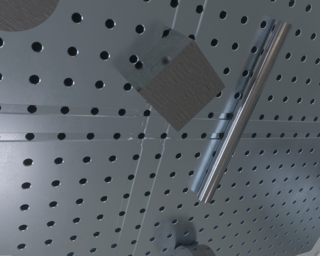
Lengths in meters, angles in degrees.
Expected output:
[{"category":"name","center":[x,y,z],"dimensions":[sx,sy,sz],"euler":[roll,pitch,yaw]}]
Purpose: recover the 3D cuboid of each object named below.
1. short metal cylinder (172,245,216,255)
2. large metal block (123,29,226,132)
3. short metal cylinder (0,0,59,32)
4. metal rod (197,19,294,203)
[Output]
[{"category":"short metal cylinder","center":[0.063,0.258,0.570],"dimensions":[0.050,0.080,0.079],"euler":[9,114,-33]},{"category":"large metal block","center":[0.018,-0.056,0.371],"dimensions":[0.080,0.050,0.080],"euler":[-44,130,2]},{"category":"short metal cylinder","center":[-0.125,-0.124,0.250],"dimensions":[0.081,0.050,0.079],"euler":[-14,124,-21]},{"category":"metal rod","center":[0.120,-0.011,0.470],"dimensions":[0.025,0.025,0.298],"euler":[5,116,-31]}]
